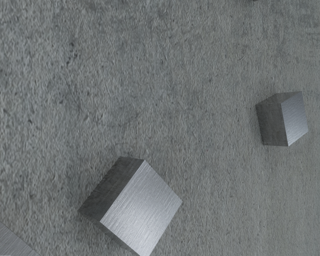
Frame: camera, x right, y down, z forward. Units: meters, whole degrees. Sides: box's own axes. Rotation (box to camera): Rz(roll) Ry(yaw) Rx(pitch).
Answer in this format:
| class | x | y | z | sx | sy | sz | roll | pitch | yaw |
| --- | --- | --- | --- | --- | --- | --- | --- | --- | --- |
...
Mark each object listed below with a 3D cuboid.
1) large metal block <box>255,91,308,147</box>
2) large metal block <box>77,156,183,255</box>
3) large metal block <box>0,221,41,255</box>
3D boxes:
| class | x | y | z | sx | sy | sz | roll | pitch | yaw |
| --- | --- | --- | --- | --- | --- | --- | --- | --- | --- |
| large metal block | 0.230 | -0.018 | 0.580 | 0.081 | 0.050 | 0.080 | -25 | 106 | -37 |
| large metal block | -0.032 | 0.091 | 0.362 | 0.080 | 0.050 | 0.080 | 51 | 60 | -28 |
| large metal block | -0.157 | 0.117 | 0.257 | 0.080 | 0.050 | 0.080 | -49 | 119 | -29 |
